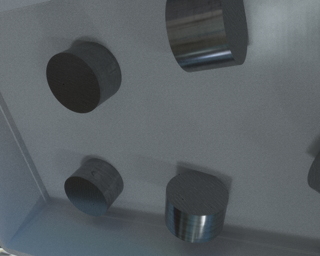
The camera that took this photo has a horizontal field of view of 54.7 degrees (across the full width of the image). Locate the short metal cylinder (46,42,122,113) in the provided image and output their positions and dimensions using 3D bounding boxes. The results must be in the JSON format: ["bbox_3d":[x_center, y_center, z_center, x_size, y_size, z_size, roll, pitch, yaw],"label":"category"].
[{"bbox_3d":[-0.098,-0.066,0.401,0.080,0.050,0.079,13,124,20],"label":"short metal cylinder"}]

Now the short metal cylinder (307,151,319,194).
[{"bbox_3d":[0.191,0.040,0.297,0.050,0.080,0.079,35,129,5],"label":"short metal cylinder"}]

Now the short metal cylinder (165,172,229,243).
[{"bbox_3d":[0.047,0.103,0.411,0.080,0.080,0.050,15,124,19],"label":"short metal cylinder"}]

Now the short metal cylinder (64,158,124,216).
[{"bbox_3d":[-0.107,0.097,0.507,0.080,0.050,0.079,13,124,20],"label":"short metal cylinder"}]

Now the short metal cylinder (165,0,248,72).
[{"bbox_3d":[0.046,-0.095,0.289,0.050,0.080,0.080,-3,117,29],"label":"short metal cylinder"}]
